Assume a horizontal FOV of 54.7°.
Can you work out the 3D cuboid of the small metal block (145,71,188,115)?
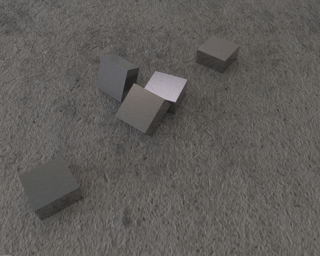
[{"bbox_3d":[0.007,-0.051,0.446,0.050,0.025,0.050,18,52,14],"label":"small metal block"}]

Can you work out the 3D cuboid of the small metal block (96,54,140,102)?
[{"bbox_3d":[-0.061,-0.072,0.443,0.050,0.050,0.025,32,34,24],"label":"small metal block"}]

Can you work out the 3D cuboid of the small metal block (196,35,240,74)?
[{"bbox_3d":[0.094,-0.121,0.505,0.050,0.025,0.050,29,56,22],"label":"small metal block"}]

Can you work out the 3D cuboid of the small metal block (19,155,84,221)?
[{"bbox_3d":[-0.121,0.066,0.347,0.050,0.025,0.050,-27,55,-21],"label":"small metal block"}]

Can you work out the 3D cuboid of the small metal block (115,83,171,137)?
[{"bbox_3d":[-0.022,-0.024,0.407,0.050,0.025,0.050,30,89,22],"label":"small metal block"}]
